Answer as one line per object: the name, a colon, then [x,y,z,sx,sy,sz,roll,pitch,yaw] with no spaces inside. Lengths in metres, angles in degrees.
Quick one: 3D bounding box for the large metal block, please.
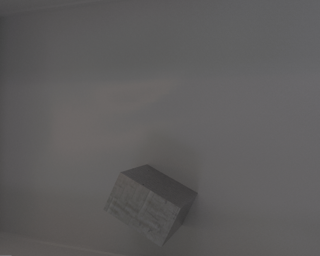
large metal block: [-0.008,0.090,0.384,0.080,0.080,0.050,27,99,18]
